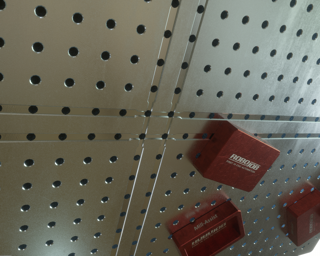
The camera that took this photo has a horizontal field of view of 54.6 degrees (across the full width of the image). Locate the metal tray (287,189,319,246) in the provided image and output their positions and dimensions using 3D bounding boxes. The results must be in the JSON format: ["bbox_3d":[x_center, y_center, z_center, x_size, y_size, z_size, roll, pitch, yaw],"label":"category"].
[{"bbox_3d":[0.345,0.212,0.726,0.090,0.030,0.130,-29,128,-10],"label":"metal tray"}]

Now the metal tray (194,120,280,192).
[{"bbox_3d":[0.129,0.050,0.508,0.131,0.030,0.090,23,106,-37],"label":"metal tray"}]

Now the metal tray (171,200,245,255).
[{"bbox_3d":[0.094,0.202,0.583,0.131,0.030,0.090,-28,128,-11],"label":"metal tray"}]
